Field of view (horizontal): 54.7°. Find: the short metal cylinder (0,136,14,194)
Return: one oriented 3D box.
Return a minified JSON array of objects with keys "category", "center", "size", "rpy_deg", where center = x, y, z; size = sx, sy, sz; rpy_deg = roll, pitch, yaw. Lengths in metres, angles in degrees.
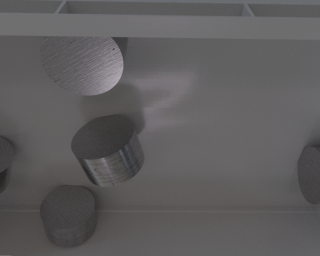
[{"category":"short metal cylinder","center":[-0.242,0.050,0.413],"size":[0.081,0.080,0.050],"rpy_deg":[17,128,-14]}]

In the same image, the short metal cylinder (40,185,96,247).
[{"category":"short metal cylinder","center":[-0.143,0.138,0.489],"size":[0.081,0.080,0.050],"rpy_deg":[4,130,-3]}]

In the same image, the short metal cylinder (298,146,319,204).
[{"category":"short metal cylinder","center":[0.235,0.066,0.431],"size":[0.050,0.080,0.079],"rpy_deg":[1,130,-1]}]

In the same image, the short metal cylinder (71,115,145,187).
[{"category":"short metal cylinder","center":[-0.065,0.028,0.396],"size":[0.080,0.080,0.050],"rpy_deg":[-10,130,8]}]

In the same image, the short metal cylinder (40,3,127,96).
[{"category":"short metal cylinder","center":[-0.076,-0.081,0.323],"size":[0.081,0.050,0.079],"rpy_deg":[0,130,0]}]
